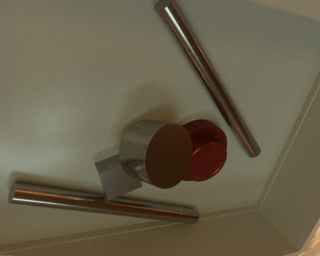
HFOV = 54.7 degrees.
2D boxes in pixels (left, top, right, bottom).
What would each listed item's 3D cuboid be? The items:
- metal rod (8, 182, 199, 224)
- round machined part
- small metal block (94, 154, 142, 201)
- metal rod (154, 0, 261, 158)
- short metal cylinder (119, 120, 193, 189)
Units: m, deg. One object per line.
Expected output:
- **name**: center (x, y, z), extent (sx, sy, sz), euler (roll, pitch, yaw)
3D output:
- **metal rod**: center (-0.057, 0.115, 0.449), extent (0.302, 0.025, 0.025), euler (19, 108, -36)
- **round machined part**: center (0.059, 0.040, 0.457), extent (0.099, 0.042, 0.097), euler (-14, 125, -21)
- **small metal block**: center (-0.055, 0.064, 0.419), extent (0.050, 0.025, 0.050), euler (-21, 127, -17)
- **metal rod**: center (0.081, -0.047, 0.425), extent (0.025, 0.025, 0.300), euler (-42, 130, 0)
- **short metal cylinder**: center (-0.004, 0.031, 0.392), extent (0.081, 0.050, 0.079), euler (-8, 102, -42)
